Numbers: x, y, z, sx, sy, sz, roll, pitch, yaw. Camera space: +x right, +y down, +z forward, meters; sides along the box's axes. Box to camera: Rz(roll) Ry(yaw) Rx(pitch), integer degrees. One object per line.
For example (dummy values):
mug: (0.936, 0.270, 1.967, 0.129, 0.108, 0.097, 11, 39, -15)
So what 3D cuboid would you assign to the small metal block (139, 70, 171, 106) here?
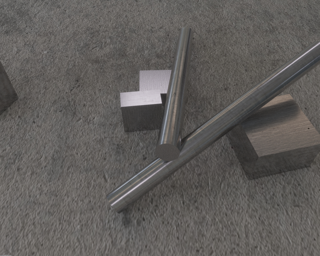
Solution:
small metal block: (-0.004, -0.059, 0.453, 0.050, 0.025, 0.050, -2, 50, -2)

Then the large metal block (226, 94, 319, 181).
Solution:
large metal block: (0.135, 0.010, 0.380, 0.081, 0.050, 0.080, -11, 51, -9)

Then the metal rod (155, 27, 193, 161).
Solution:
metal rod: (0.027, -0.070, 0.429, 0.025, 0.025, 0.300, 6, 40, 5)

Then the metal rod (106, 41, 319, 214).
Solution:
metal rod: (0.070, -0.005, 0.352, 0.301, 0.025, 0.025, -36, 57, -6)

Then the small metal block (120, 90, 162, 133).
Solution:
small metal block: (-0.024, -0.022, 0.405, 0.050, 0.050, 0.025, -5, 50, -5)

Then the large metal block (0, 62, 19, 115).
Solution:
large metal block: (-0.255, -0.064, 0.420, 0.080, 0.080, 0.050, 18, 53, 15)
